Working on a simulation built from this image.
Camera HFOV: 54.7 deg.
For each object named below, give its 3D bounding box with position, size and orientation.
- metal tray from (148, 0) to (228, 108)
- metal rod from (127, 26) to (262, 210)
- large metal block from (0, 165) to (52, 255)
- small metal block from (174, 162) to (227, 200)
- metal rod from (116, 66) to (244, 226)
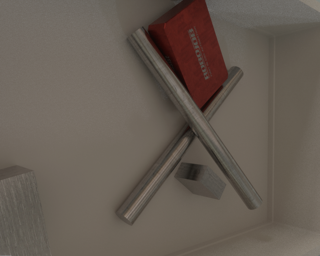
[{"bbox_3d":[0.045,-0.102,0.431,0.090,0.030,0.130,-46,126,-30],"label":"metal tray"},{"bbox_3d":[0.055,-0.003,0.423,0.025,0.025,0.299,-46,108,-30],"label":"metal rod"},{"bbox_3d":[-0.149,0.084,0.266,0.081,0.050,0.079,-15,100,-39],"label":"large metal block"},{"bbox_3d":[0.057,0.075,0.441,0.050,0.050,0.025,45,63,-31],"label":"small metal block"},{"bbox_3d":[0.042,0.008,0.444,0.301,0.025,0.025,-50,120,-29],"label":"metal rod"}]
